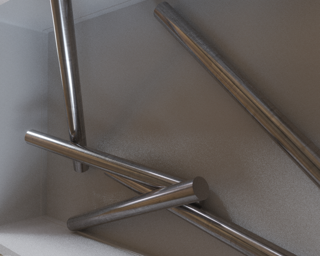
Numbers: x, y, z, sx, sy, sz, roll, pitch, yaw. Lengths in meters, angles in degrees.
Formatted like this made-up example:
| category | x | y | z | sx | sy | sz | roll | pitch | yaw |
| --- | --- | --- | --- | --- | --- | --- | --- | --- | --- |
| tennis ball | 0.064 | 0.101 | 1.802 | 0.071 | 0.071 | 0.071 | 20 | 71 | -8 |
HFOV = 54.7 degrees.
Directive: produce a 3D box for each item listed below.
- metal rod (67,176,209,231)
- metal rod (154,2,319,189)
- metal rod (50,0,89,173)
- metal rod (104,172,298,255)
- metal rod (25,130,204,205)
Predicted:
| category | x | y | z | sx | sy | sz | roll | pitch | yaw |
| --- | --- | --- | --- | --- | --- | --- | --- | --- | --- |
| metal rod | -0.052 | 0.113 | 0.426 | 0.299 | 0.025 | 0.025 | -28 | 73 | 44 |
| metal rod | 0.083 | -0.047 | 0.337 | 0.025 | 0.025 | 0.300 | -52 | 60 | 27 |
| metal rod | -0.124 | -0.056 | 0.434 | 0.025 | 0.025 | 0.298 | 32 | 134 | 35 |
| metal rod | 0.037 | 0.102 | 0.376 | 0.300 | 0.025 | 0.025 | 20 | 103 | 38 |
| metal rod | -0.078 | 0.047 | 0.433 | 0.300 | 0.025 | 0.025 | 14 | 99 | 27 |
